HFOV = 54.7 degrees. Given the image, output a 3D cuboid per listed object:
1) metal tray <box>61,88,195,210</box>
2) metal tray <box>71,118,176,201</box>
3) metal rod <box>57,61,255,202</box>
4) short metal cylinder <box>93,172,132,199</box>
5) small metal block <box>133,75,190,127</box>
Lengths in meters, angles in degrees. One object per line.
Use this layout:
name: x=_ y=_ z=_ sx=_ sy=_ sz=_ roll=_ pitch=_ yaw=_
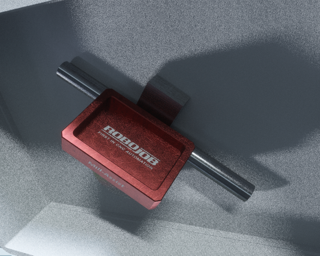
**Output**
metal tray: x=-0.036 y=0.021 z=0.362 sx=0.130 sy=0.090 sz=0.030 roll=34 pitch=146 yaw=5
metal tray: x=-0.038 y=0.034 z=0.405 sx=0.130 sy=0.090 sz=0.030 roll=34 pitch=129 yaw=5
metal rod: x=-0.009 y=0.002 z=0.413 sx=0.301 sy=0.025 sz=0.025 roll=34 pitch=129 yaw=5
short metal cylinder: x=-0.050 y=0.054 z=0.441 sx=0.080 sy=0.050 sz=0.079 roll=19 pitch=134 yaw=21
small metal block: x=0.001 y=-0.029 z=0.387 sx=0.050 sy=0.025 sz=0.050 roll=35 pitch=129 yaw=4
